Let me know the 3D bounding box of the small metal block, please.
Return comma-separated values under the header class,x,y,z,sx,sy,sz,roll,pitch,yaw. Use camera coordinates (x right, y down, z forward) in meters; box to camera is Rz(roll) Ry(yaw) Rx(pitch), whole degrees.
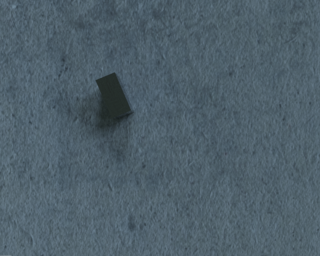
class,x,y,z,sx,sy,sz,roll,pitch,yaw
small metal block,-0.056,-0.039,0.397,0.025,0.050,0.050,-23,90,0
